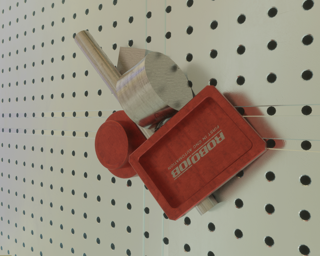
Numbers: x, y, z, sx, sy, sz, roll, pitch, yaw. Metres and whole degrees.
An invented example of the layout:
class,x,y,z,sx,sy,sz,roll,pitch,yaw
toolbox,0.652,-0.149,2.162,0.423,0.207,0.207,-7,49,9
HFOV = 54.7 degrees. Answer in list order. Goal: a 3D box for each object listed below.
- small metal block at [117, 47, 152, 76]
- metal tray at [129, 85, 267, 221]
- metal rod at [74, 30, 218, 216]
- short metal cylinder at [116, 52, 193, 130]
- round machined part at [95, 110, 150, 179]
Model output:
class,x,y,z,sx,sy,sz,roll,pitch,yaw
small metal block,-0.034,-0.085,0.436,0.050,0.025,0.050,17,101,38
metal tray,0.039,0.028,0.345,0.130,0.030,0.090,-42,71,14
metal rod,-0.027,-0.018,0.408,0.025,0.025,0.299,-47,70,29
short metal cylinder,-0.006,-0.045,0.376,0.050,0.081,0.080,-31,71,35
round machined part,-0.055,0.023,0.440,0.098,0.042,0.097,0,90,39
